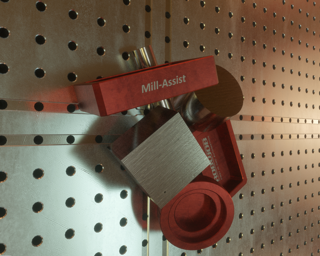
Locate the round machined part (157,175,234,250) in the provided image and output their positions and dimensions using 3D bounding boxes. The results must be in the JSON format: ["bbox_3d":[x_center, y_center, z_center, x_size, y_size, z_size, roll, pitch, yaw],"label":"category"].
[{"bbox_3d":[0.044,0.108,0.413,0.099,0.042,0.097,-3,104,-10],"label":"round machined part"}]

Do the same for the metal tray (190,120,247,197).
[{"bbox_3d":[0.082,0.048,0.470,0.091,0.030,0.129,-32,110,-36],"label":"metal tray"}]

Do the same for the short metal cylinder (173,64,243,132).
[{"bbox_3d":[0.066,-0.041,0.424,0.081,0.050,0.080,12,62,-23],"label":"short metal cylinder"}]

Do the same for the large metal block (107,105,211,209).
[{"bbox_3d":[-0.001,0.032,0.364,0.080,0.050,0.080,-40,117,-13],"label":"large metal block"}]

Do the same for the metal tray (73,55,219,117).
[{"bbox_3d":[-0.016,-0.047,0.330,0.131,0.090,0.030,-18,104,-24],"label":"metal tray"}]

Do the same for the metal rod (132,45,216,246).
[{"bbox_3d":[0.026,0.035,0.426,0.025,0.025,0.298,-32,110,-36],"label":"metal rod"}]
